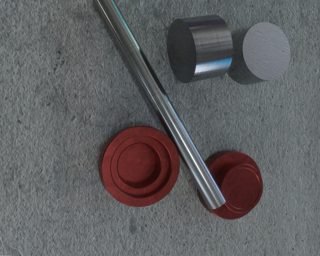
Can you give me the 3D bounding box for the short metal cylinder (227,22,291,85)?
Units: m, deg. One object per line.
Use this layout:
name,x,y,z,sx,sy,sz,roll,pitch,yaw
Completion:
short metal cylinder,0.139,-0.106,0.449,0.081,0.050,0.079,0,90,-21

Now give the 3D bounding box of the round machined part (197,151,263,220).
round machined part,0.106,0.082,0.441,0.099,0.042,0.097,0,90,-21

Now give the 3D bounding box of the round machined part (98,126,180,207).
round machined part,-0.028,0.046,0.391,0.099,0.042,0.097,0,90,-20

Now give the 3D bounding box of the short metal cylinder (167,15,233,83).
short metal cylinder,0.049,-0.102,0.399,0.050,0.080,0.080,-14,95,-20

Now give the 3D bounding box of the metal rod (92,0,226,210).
metal rod,0.001,-0.031,0.393,0.025,0.025,0.299,-31,94,-18
